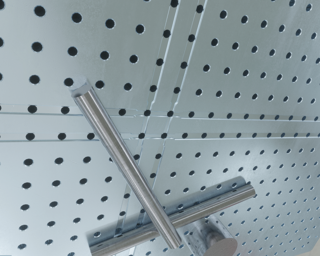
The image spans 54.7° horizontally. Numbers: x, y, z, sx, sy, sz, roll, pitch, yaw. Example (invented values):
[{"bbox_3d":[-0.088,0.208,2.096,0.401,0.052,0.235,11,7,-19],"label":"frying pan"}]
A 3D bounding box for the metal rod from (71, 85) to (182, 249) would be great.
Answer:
[{"bbox_3d":[-0.031,0.072,0.421,0.025,0.025,0.299,-31,123,-8],"label":"metal rod"}]

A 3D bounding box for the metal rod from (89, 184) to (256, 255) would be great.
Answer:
[{"bbox_3d":[0.032,0.155,0.524,0.302,0.025,0.025,-16,125,-20],"label":"metal rod"}]

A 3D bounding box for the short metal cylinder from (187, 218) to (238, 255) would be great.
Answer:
[{"bbox_3d":[0.098,0.218,0.583,0.081,0.050,0.079,-14,124,-21],"label":"short metal cylinder"}]
